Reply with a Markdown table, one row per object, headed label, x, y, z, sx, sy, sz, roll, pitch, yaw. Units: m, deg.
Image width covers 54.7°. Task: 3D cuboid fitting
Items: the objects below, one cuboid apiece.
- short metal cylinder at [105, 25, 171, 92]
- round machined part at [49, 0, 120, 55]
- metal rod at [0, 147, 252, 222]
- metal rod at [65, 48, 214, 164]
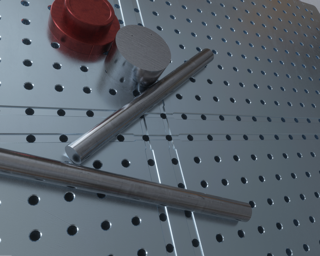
| label | x | y | z | sx | sy | sz | roll | pitch | yaw |
| --- | --- | --- | --- | --- | --- | --- | --- | --- | --- |
| short metal cylinder | -0.032 | -0.097 | 0.436 | 0.081 | 0.050 | 0.080 | 14 | 56 | -21 |
| round machined part | -0.103 | -0.155 | 0.438 | 0.099 | 0.042 | 0.098 | 14 | 56 | -21 |
| metal rod | -0.025 | 0.070 | 0.352 | 0.302 | 0.025 | 0.025 | 16 | 55 | -19 |
| metal rod | -0.007 | -0.047 | 0.434 | 0.025 | 0.025 | 0.302 | 46 | 51 | 3 |
